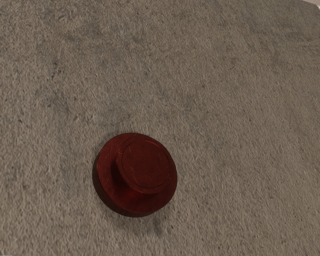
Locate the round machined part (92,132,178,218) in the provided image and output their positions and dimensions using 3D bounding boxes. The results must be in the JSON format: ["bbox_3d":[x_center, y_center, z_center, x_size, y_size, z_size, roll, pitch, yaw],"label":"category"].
[{"bbox_3d":[-0.023,0.048,0.352,0.099,0.042,0.098,14,56,-21],"label":"round machined part"}]
